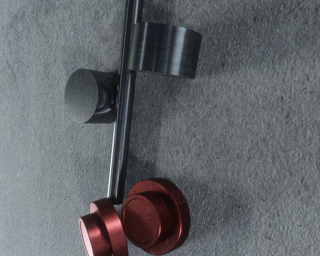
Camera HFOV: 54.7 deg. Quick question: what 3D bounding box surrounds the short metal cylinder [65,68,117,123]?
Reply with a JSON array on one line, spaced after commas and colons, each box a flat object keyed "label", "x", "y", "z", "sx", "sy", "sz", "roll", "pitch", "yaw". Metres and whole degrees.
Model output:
[{"label": "short metal cylinder", "x": -0.099, "y": -0.047, "z": 0.468, "sx": 0.080, "sy": 0.050, "sz": 0.079, "roll": 0, "pitch": 90, "yaw": 39}]

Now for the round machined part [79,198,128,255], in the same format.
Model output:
[{"label": "round machined part", "x": -0.083, "y": 0.152, "z": 0.435, "sx": 0.098, "sy": 0.042, "sz": 0.097, "roll": 38, "pitch": 135, "yaw": 52}]

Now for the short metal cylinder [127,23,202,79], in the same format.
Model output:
[{"label": "short metal cylinder", "x": 0.005, "y": -0.088, "z": 0.363, "sx": 0.080, "sy": 0.081, "sz": 0.050, "roll": 15, "pitch": 100, "yaw": 38}]

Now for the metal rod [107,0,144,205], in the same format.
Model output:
[{"label": "metal rod", "x": -0.051, "y": -0.038, "z": 0.444, "sx": 0.025, "sy": 0.025, "sz": 0.298, "roll": 10, "pitch": 96, "yaw": 39}]

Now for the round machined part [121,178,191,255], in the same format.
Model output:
[{"label": "round machined part", "x": -0.013, "y": 0.116, "z": 0.402, "sx": 0.098, "sy": 0.042, "sz": 0.097, "roll": 0, "pitch": 90, "yaw": 39}]
